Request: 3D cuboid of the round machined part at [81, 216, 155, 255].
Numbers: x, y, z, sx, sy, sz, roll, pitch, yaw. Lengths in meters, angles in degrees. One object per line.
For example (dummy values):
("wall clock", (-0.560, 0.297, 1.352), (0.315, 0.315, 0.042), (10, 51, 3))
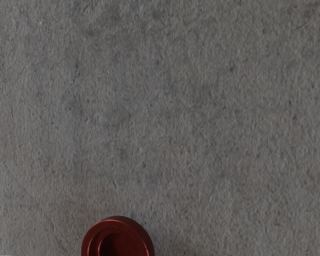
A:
("round machined part", (-0.052, 0.167, 0.417), (0.098, 0.042, 0.097), (0, 90, 19))
